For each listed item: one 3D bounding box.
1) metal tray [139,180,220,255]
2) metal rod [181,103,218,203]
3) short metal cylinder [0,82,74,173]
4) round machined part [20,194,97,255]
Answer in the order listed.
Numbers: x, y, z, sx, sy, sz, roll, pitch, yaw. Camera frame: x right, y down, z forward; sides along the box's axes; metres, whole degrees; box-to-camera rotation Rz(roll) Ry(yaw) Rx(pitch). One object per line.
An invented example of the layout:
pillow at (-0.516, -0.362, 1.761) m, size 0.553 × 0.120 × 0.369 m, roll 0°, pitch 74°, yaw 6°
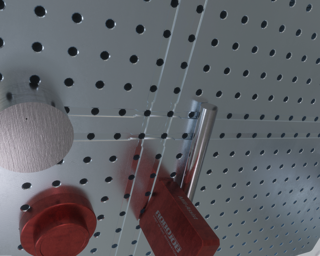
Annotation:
metal tray at (0.021, 0.149, 0.447) m, size 0.030 × 0.130 × 0.089 m, roll 12°, pitch 112°, yaw -33°
metal rod at (0.044, 0.101, 0.497) m, size 0.025 × 0.025 × 0.298 m, roll -4°, pitch 120°, yaw -27°
short metal cylinder at (-0.135, -0.001, 0.321) m, size 0.081 × 0.050 × 0.079 m, roll -14°, pitch 124°, yaw -21°
round machined part at (-0.133, 0.139, 0.414) m, size 0.099 × 0.042 × 0.097 m, roll -14°, pitch 124°, yaw -21°
